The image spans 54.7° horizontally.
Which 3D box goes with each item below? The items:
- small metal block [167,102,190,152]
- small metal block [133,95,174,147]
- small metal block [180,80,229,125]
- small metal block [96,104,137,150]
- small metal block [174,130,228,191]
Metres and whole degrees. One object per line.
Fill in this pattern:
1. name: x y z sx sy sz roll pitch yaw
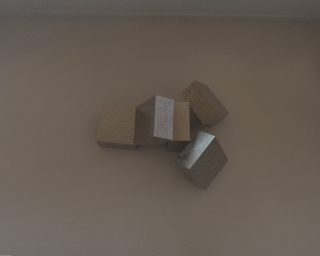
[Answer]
1. small metal block: 0.023 0.000 0.395 0.025 0.050 0.050 1 70 0
2. small metal block: -0.008 -0.007 0.378 0.025 0.050 0.050 13 70 -29
3. small metal block: 0.059 -0.032 0.404 0.025 0.050 0.050 -40 73 20
4. small metal block: -0.053 -0.001 0.406 0.050 0.025 0.050 6 70 2
5. small metal block: 0.052 0.040 0.378 0.025 0.050 0.050 23 67 45
